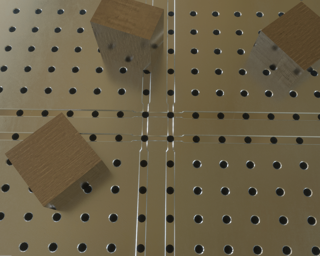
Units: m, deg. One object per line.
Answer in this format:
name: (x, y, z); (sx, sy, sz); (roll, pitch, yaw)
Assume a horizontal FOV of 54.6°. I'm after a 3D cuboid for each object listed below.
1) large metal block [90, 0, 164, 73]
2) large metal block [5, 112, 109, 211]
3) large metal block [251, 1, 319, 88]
large metal block: (-0.041, -0.129, 0.430); (0.080, 0.080, 0.050); (19, 71, 7)
large metal block: (-0.124, 0.042, 0.383); (0.080, 0.050, 0.080); (-39, 75, -13)
large metal block: (0.194, -0.118, 0.443); (0.080, 0.050, 0.080); (-37, 74, -12)
